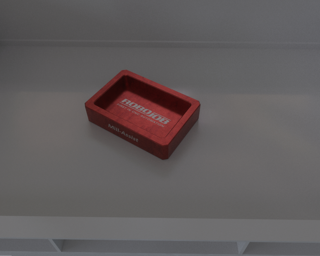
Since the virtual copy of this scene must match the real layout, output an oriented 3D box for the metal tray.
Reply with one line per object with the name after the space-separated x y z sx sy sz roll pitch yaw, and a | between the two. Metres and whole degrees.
-0.023 -0.023 0.421 0.130 0.030 0.090 26 55 20 | metal tray
